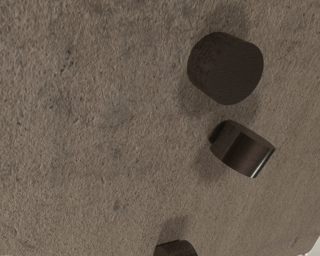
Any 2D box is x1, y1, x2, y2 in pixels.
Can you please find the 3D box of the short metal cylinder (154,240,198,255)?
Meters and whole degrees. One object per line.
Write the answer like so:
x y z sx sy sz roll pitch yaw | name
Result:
0.029 0.242 0.539 0.050 0.080 0.079 -4 120 -27 | short metal cylinder

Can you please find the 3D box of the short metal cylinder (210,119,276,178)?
0.122 0.029 0.458 0.080 0.080 0.050 19 108 -36 | short metal cylinder

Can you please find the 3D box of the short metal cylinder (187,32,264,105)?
0.082 -0.075 0.391 0.081 0.050 0.079 -14 125 -21 | short metal cylinder
